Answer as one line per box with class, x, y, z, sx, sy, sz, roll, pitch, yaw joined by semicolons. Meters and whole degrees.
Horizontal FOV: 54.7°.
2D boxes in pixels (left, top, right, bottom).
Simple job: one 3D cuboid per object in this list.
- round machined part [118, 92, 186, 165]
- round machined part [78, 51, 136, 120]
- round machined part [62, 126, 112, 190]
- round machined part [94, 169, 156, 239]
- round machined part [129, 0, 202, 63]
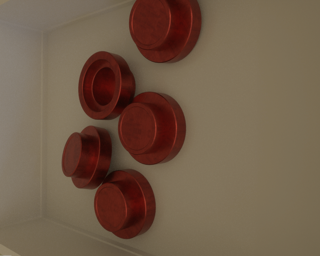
round machined part;-0.018;0.001;0.411;0.098;0.042;0.097;0;90;40
round machined part;-0.074;-0.060;0.456;0.098;0.042;0.097;-1;88;41
round machined part;-0.117;0.043;0.475;0.098;0.042;0.098;-22;61;47
round machined part;-0.057;0.109;0.443;0.098;0.042;0.097;0;90;40
round machined part;-0.001;-0.131;0.388;0.098;0.042;0.097;8;103;39
